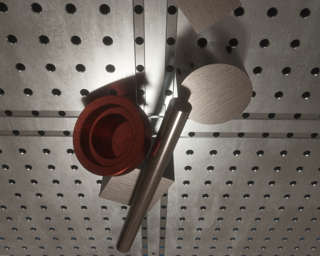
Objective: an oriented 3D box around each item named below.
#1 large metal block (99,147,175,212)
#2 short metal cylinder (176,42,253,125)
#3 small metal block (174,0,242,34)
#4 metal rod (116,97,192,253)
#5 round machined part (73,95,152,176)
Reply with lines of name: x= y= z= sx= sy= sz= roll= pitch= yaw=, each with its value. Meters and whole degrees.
large metal block: x=-0.034 y=0.070 z=0.455 sx=0.080 sy=0.050 sz=0.080 roll=21 pitch=127 yaw=-18
short metal cylinder: x=0.059 y=-0.050 z=0.354 sx=0.081 sy=0.050 sz=0.079 roll=0 pitch=130 yaw=0
small metal block: x=0.043 y=-0.130 z=0.302 sx=0.050 sy=0.025 sz=0.050 roll=-29 pitch=125 yaw=22
metal rod: x=-0.019 y=0.085 z=0.417 sx=0.025 sy=0.025 sz=0.298 roll=12 pitch=129 yaw=-11
round machined part: x=-0.055 y=0.011 z=0.386 sx=0.098 sy=0.098 sz=0.042 roll=-22 pitch=163 yaw=17
